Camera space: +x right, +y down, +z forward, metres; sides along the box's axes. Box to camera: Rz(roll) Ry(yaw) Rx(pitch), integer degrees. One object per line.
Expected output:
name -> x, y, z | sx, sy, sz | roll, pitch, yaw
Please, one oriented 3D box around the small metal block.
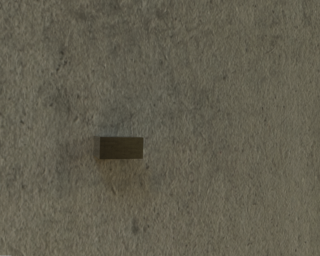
small metal block -> -0.052, 0.023, 0.377 | 0.050, 0.050, 0.025 | 1, 90, -20
